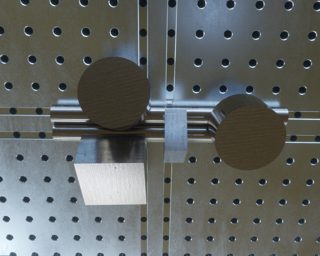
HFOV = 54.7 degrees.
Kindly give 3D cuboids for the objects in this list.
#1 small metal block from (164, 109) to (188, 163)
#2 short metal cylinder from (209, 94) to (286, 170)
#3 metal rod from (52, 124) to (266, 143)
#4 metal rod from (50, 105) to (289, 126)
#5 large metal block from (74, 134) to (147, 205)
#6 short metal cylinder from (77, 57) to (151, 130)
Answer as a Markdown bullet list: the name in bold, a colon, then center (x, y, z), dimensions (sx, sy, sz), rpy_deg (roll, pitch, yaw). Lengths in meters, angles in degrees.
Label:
- **small metal block**: center (0.018, 0.011, 0.370), dimensions (0.025, 0.050, 0.050), rpy_deg (1, 68, -1)
- **short metal cylinder**: center (0.102, 0.004, 0.372), dimensions (0.081, 0.050, 0.079), rpy_deg (0, 110, 0)
- **metal rod**: center (0.012, 0.007, 0.412), dimensions (0.302, 0.025, 0.025), rpy_deg (1, 110, -1)
- **metal rod**: center (0.013, -0.017, 0.404), dimensions (0.302, 0.025, 0.025), rpy_deg (1, 110, -1)
- **large metal block**: center (-0.059, 0.055, 0.401), dimensions (0.081, 0.050, 0.079), rpy_deg (-1, 130, 0)
- **short metal cylinder**: center (-0.051, -0.038, 0.366), dimensions (0.081, 0.050, 0.080), rpy_deg (0, 86, -1)
